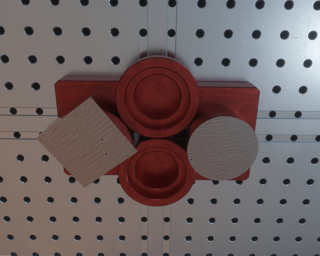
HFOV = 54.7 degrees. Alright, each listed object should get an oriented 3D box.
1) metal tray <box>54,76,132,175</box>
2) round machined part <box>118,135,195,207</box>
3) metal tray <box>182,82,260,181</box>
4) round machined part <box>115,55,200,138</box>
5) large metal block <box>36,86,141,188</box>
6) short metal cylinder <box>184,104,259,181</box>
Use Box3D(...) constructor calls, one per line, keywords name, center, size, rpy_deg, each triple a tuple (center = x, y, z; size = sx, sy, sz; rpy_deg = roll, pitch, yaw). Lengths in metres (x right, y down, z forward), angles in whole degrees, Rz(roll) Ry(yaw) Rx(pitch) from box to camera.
Box3D(name="metal tray", center=(-0.083, -0.002, 0.409), size=(0.091, 0.030, 0.129), rpy_deg=(0, 110, -2))
Box3D(name="round machined part", center=(-0.004, 0.052, 0.414), size=(0.099, 0.042, 0.097), rpy_deg=(0, 110, 0))
Box3D(name="metal tray", center=(0.076, 0.006, 0.411), size=(0.091, 0.030, 0.129), rpy_deg=(1, 110, -1))
Box3D(name="round machined part", center=(-0.003, -0.040, 0.380), size=(0.099, 0.042, 0.097), rpy_deg=(0, 110, 0))
Box3D(name="large metal block", center=(-0.081, 0.010, 0.371), size=(0.080, 0.050, 0.080), rpy_deg=(-35, 107, 12))
Box3D(name="short metal cylinder", center=(0.071, 0.016, 0.374), size=(0.081, 0.050, 0.079), rpy_deg=(0, 110, 0))
